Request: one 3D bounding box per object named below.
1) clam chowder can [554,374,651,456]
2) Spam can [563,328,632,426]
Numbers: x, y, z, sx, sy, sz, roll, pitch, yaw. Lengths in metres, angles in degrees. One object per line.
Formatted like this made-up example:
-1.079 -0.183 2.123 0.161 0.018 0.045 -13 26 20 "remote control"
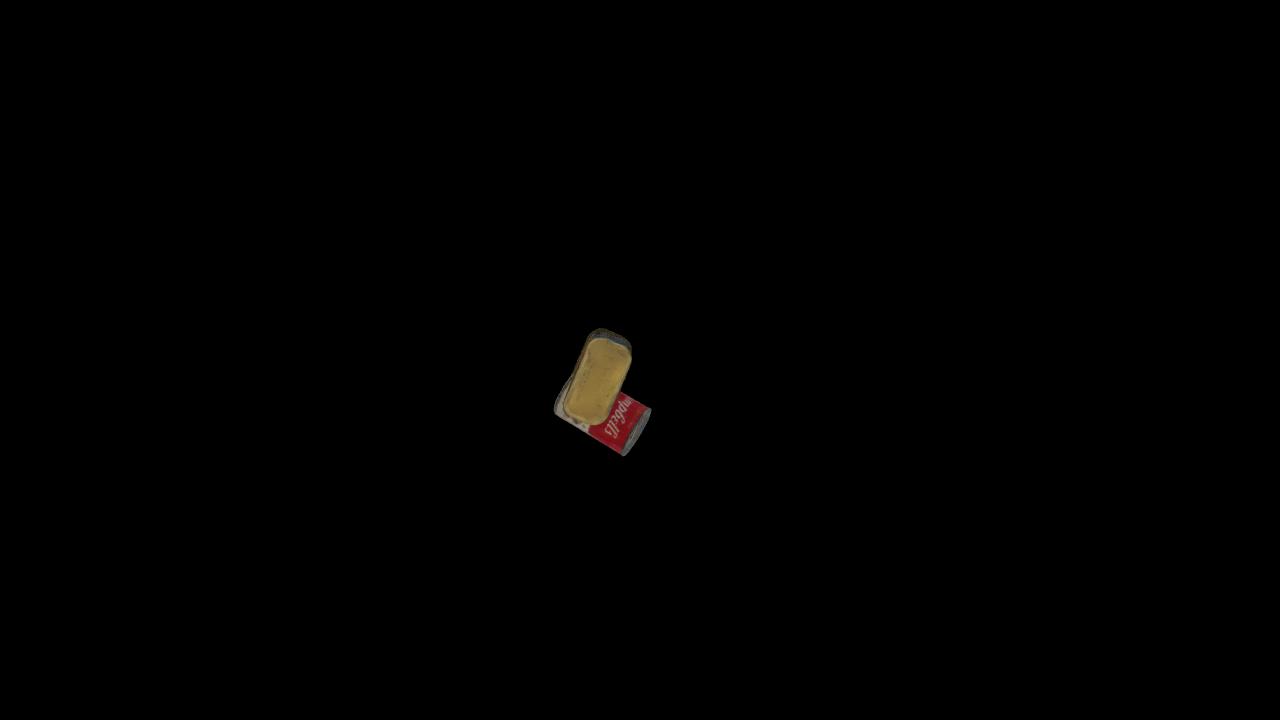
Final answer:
-0.046 0.064 0.754 0.102 0.068 0.068 29 6 11 "clam chowder can"
-0.048 0.019 0.711 0.058 0.101 0.085 23 7 -6 "Spam can"
